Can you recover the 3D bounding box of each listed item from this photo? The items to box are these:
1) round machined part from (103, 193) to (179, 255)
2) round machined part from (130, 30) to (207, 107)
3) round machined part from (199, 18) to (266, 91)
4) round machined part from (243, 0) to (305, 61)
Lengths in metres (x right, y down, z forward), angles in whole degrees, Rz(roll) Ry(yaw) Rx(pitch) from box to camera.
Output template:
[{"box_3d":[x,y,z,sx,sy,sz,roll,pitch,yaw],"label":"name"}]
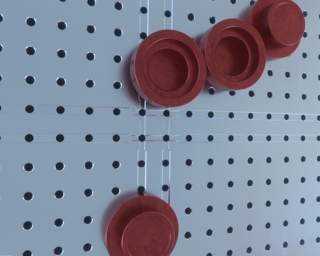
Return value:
[{"box_3d":[-0.021,0.136,0.397,0.099,0.042,0.097,0,90,-21],"label":"round machined part"},{"box_3d":[0.008,-0.075,0.407,0.099,0.042,0.097,0,90,-20],"label":"round machined part"},{"box_3d":[0.098,-0.101,0.441,0.099,0.042,0.097,0,90,-20],"label":"round machined part"},{"box_3d":[0.180,-0.155,0.472,0.099,0.042,0.097,0,90,-21],"label":"round machined part"}]
